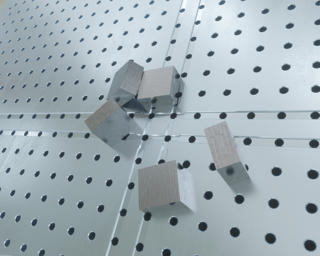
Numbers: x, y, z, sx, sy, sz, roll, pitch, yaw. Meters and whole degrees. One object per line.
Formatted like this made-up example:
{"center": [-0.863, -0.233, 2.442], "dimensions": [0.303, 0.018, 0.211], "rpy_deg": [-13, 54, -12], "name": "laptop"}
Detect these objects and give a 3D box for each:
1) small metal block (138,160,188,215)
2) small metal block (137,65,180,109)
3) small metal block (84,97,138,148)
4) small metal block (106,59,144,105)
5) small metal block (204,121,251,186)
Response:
{"center": [0.003, 0.070, 0.365], "dimensions": [0.050, 0.025, 0.050], "rpy_deg": [-17, 55, 18], "name": "small metal block"}
{"center": [-0.001, -0.058, 0.446], "dimensions": [0.050, 0.025, 0.050], "rpy_deg": [-6, 59, 25], "name": "small metal block"}
{"center": [-0.067, -0.007, 0.433], "dimensions": [0.050, 0.050, 0.025], "rpy_deg": [-42, 51, 0], "name": "small metal block"}
{"center": [-0.052, -0.066, 0.463], "dimensions": [0.050, 0.025, 0.050], "rpy_deg": [-26, 45, 54], "name": "small metal block"}
{"center": [0.073, 0.028, 0.337], "dimensions": [0.025, 0.050, 0.050], "rpy_deg": [-23, 53, 15], "name": "small metal block"}
